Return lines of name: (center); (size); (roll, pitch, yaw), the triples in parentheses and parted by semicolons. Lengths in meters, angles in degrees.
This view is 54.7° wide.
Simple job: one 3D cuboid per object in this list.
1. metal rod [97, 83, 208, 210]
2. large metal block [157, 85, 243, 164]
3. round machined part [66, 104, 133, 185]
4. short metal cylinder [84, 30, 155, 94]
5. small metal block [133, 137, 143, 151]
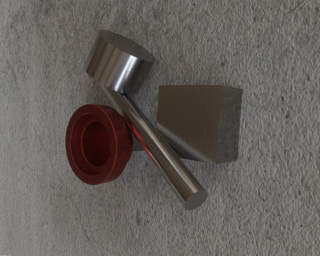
metal rod: (-0.036, -0.017, 0.385); (0.300, 0.025, 0.025); (51, 121, 44)
large metal block: (0.043, -0.006, 0.353); (0.080, 0.050, 0.079); (6, 94, 39)
round machined part: (-0.072, 0.019, 0.388); (0.098, 0.042, 0.097); (2, 92, 39)
short metal cylinder: (-0.053, -0.088, 0.413); (0.080, 0.081, 0.050); (45, 117, 30)
small metal block: (-0.045, 0.007, 0.426); (0.025, 0.050, 0.050); (-3, 89, 40)
